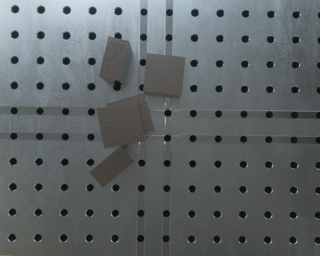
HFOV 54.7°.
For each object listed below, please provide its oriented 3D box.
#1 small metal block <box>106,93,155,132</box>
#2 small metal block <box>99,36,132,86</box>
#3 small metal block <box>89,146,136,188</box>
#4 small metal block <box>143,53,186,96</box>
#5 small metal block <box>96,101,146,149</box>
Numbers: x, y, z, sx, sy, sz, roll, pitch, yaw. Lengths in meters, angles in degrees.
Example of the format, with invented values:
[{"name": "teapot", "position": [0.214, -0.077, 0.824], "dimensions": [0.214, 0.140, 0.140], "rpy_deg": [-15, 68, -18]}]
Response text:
[{"name": "small metal block", "position": [-0.038, -0.015, 0.413], "dimensions": [0.050, 0.025, 0.050], "rpy_deg": [-16, 90, -1]}, {"name": "small metal block", "position": [-0.056, -0.084, 0.400], "dimensions": [0.025, 0.050, 0.050], "rpy_deg": [13, 90, 0]}, {"name": "small metal block", "position": [-0.058, 0.047, 0.400], "dimensions": [0.050, 0.050, 0.025], "rpy_deg": [-40, 91, 0]}, {"name": "small metal block", "position": [0.005, -0.070, 0.413], "dimensions": [0.050, 0.025, 0.050], "rpy_deg": [6, 90, -1]}, {"name": "small metal block", "position": [-0.048, -0.004, 0.388], "dimensions": [0.050, 0.025, 0.050], "rpy_deg": [-11, 90, 0]}]
